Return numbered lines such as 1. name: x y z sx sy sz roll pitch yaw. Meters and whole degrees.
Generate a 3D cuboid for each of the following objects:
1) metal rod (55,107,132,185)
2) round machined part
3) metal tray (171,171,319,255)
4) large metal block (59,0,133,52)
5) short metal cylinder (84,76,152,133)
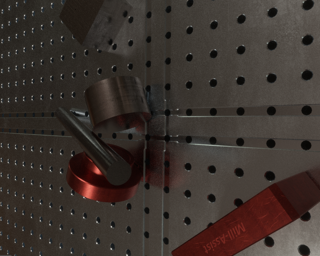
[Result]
1. metal rod: -0.106 0.009 0.423 0.300 0.025 0.025 27 108 60
2. round machined part: -0.072 0.054 0.418 0.098 0.099 0.042 31 114 35
3. metal tray: 0.083 0.094 0.297 0.129 0.091 0.030 -46 63 30
4. large metal block: -0.100 -0.177 0.473 0.080 0.050 0.080 51 120 27
5. short metal cylinder: -0.057 -0.030 0.418 0.080 0.081 0.050 -26 74 37
